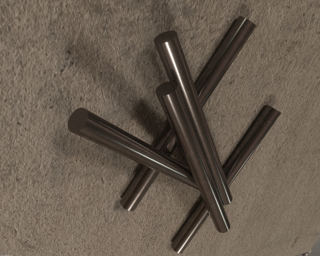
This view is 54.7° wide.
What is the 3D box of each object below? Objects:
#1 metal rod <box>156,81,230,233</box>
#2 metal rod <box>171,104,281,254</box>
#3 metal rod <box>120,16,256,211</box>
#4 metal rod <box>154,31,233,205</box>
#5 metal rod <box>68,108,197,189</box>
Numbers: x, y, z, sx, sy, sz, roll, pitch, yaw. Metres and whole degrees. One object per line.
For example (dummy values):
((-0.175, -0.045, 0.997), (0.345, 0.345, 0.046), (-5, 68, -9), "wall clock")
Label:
((0.057, 0.062, 0.429), (0.025, 0.025, 0.299), (-32, 130, -8), "metal rod")
((0.106, 0.093, 0.524), (0.025, 0.025, 0.298), (21, 107, -36), "metal rod")
((0.031, -0.010, 0.419), (0.025, 0.025, 0.299), (23, 106, -37), "metal rod")
((0.056, 0.011, 0.412), (0.025, 0.025, 0.299), (-32, 130, -8), "metal rod")
((0.004, 0.045, 0.400), (0.025, 0.025, 0.301), (-49, 141, 6), "metal rod")
